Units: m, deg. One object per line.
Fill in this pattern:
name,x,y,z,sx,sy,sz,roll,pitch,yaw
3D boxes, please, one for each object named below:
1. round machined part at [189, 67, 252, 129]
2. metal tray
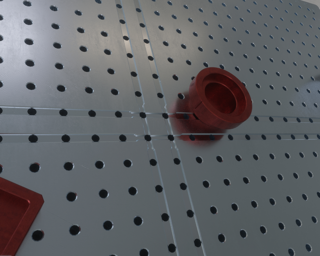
round machined part,0.086,-0.040,0.468,0.099,0.042,0.098,14,56,-21
metal tray,-0.168,0.100,0.253,0.090,0.030,0.130,28,52,-11
